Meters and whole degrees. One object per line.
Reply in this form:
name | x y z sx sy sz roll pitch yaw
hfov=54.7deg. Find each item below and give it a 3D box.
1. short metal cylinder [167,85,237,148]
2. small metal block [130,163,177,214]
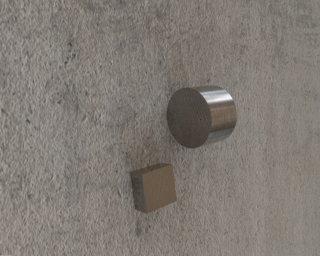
short metal cylinder | 0.055 -0.016 0.417 0.050 0.080 0.079 -11 97 -40
small metal block | -0.008 0.076 0.400 0.050 0.025 0.050 -12 98 -40
